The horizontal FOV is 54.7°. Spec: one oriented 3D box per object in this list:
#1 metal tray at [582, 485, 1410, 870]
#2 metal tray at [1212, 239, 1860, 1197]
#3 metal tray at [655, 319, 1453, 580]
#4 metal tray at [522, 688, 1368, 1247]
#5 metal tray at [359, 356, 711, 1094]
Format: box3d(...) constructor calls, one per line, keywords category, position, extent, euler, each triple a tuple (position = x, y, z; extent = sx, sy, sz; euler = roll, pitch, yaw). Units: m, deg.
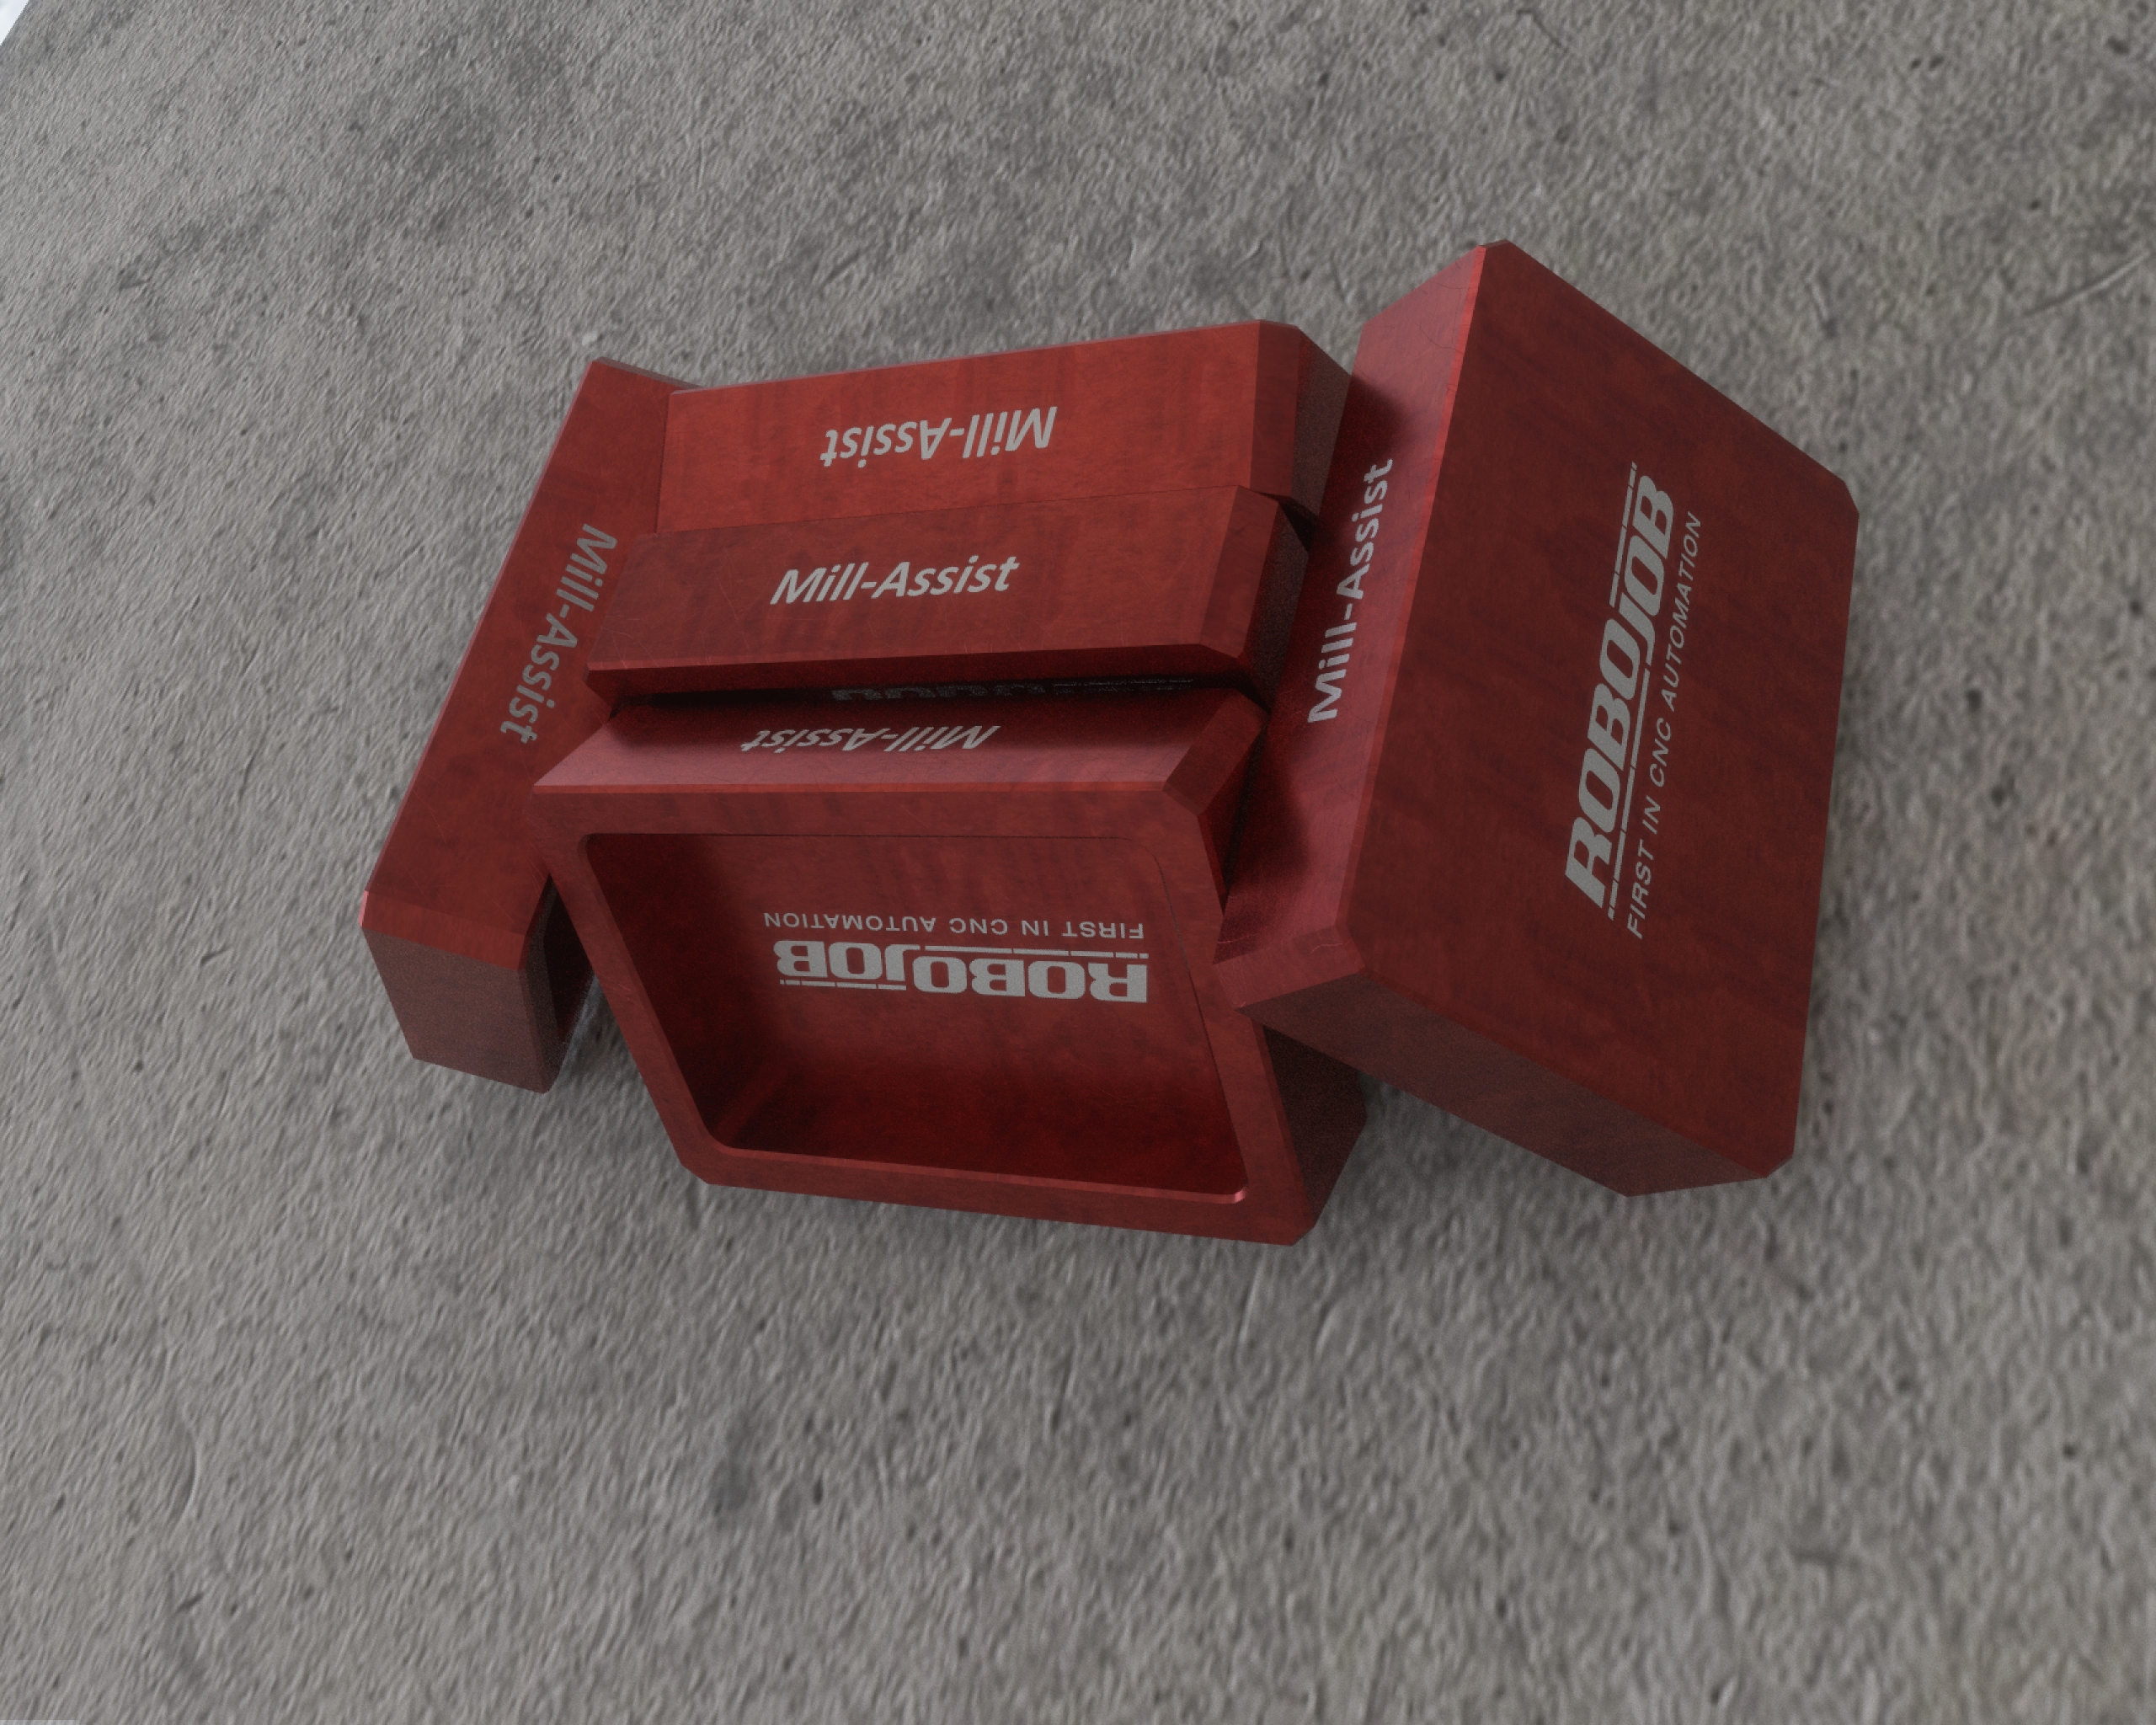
box3d(category="metal tray", position=(-0.012, -0.026, 0.384), extent=(0.130, 0.090, 0.030), euler=(0, 62, 28))
box3d(category="metal tray", position=(0.078, -0.023, 0.333), extent=(0.030, 0.090, 0.130), euler=(-24, 45, 54))
box3d(category="metal tray", position=(-0.003, -0.068, 0.402), extent=(0.130, 0.090, 0.030), euler=(1, 83, 28))
box3d(category="metal tray", position=(-0.023, 0.017, 0.361), extent=(0.130, 0.090, 0.030), euler=(1, 33, 28))
box3d(category="metal tray", position=(-0.105, -0.027, 0.433), extent=(0.030, 0.090, 0.130), euler=(17, 65, -4))
